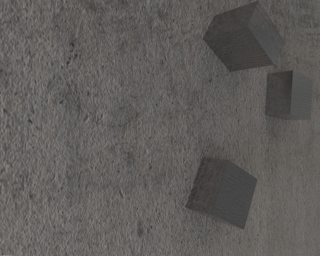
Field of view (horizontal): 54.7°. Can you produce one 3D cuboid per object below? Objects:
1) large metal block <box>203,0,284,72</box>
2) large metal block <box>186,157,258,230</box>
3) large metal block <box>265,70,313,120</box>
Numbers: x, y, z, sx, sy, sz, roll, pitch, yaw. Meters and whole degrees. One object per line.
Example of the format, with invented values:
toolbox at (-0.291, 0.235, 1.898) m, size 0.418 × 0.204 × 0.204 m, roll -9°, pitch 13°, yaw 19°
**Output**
large metal block at (0.128, -0.136, 0.475) m, size 0.080 × 0.080 × 0.050 m, roll 40°, pitch 66°, yaw -33°
large metal block at (0.095, 0.098, 0.468) m, size 0.080 × 0.050 × 0.080 m, roll 33°, pitch 70°, yaw -35°
large metal block at (0.250, -0.060, 0.597) m, size 0.081 × 0.050 × 0.080 m, roll 8°, pitch 85°, yaw -40°
